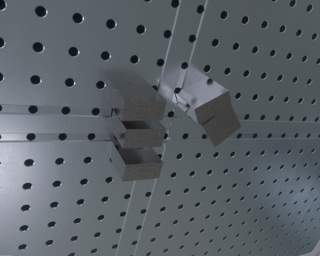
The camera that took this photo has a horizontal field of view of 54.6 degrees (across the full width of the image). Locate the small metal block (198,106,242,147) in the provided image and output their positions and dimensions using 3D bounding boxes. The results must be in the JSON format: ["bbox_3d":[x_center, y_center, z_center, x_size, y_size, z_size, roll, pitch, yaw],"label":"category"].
[{"bbox_3d":[0.084,-0.008,0.451,0.050,0.025,0.050,-38,129,-3],"label":"small metal block"}]

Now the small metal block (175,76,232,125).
[{"bbox_3d":[0.056,-0.037,0.402,0.050,0.050,0.025,-28,128,-10],"label":"small metal block"}]

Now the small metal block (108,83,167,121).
[{"bbox_3d":[-0.027,-0.031,0.360,0.050,0.050,0.025,-2,119,-28],"label":"small metal block"}]

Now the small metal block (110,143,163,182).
[{"bbox_3d":[-0.031,0.042,0.404,0.050,0.050,0.025,-1,119,-28],"label":"small metal block"}]

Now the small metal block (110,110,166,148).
[{"bbox_3d":[-0.028,0.000,0.379,0.050,0.050,0.025,0,119,-28],"label":"small metal block"}]
